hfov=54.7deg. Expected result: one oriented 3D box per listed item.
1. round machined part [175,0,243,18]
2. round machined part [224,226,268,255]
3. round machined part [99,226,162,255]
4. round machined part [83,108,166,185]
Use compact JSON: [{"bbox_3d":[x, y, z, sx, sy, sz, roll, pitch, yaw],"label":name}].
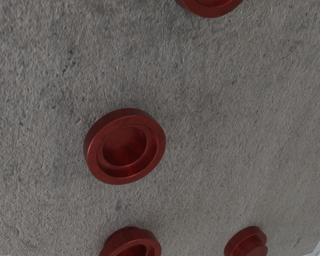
[{"bbox_3d":[0.048,-0.168,0.318,0.099,0.042,0.097,-14,124,-21],"label":"round machined part"},{"bbox_3d":[0.189,0.261,0.660,0.099,0.042,0.097,-14,124,-21],"label":"round machined part"},{"bbox_3d":[-0.051,0.196,0.489,0.099,0.042,0.097,-14,124,-21],"label":"round machined part"},{"bbox_3d":[-0.046,0.019,0.382,0.099,0.042,0.097,-14,124,-21],"label":"round machined part"}]
